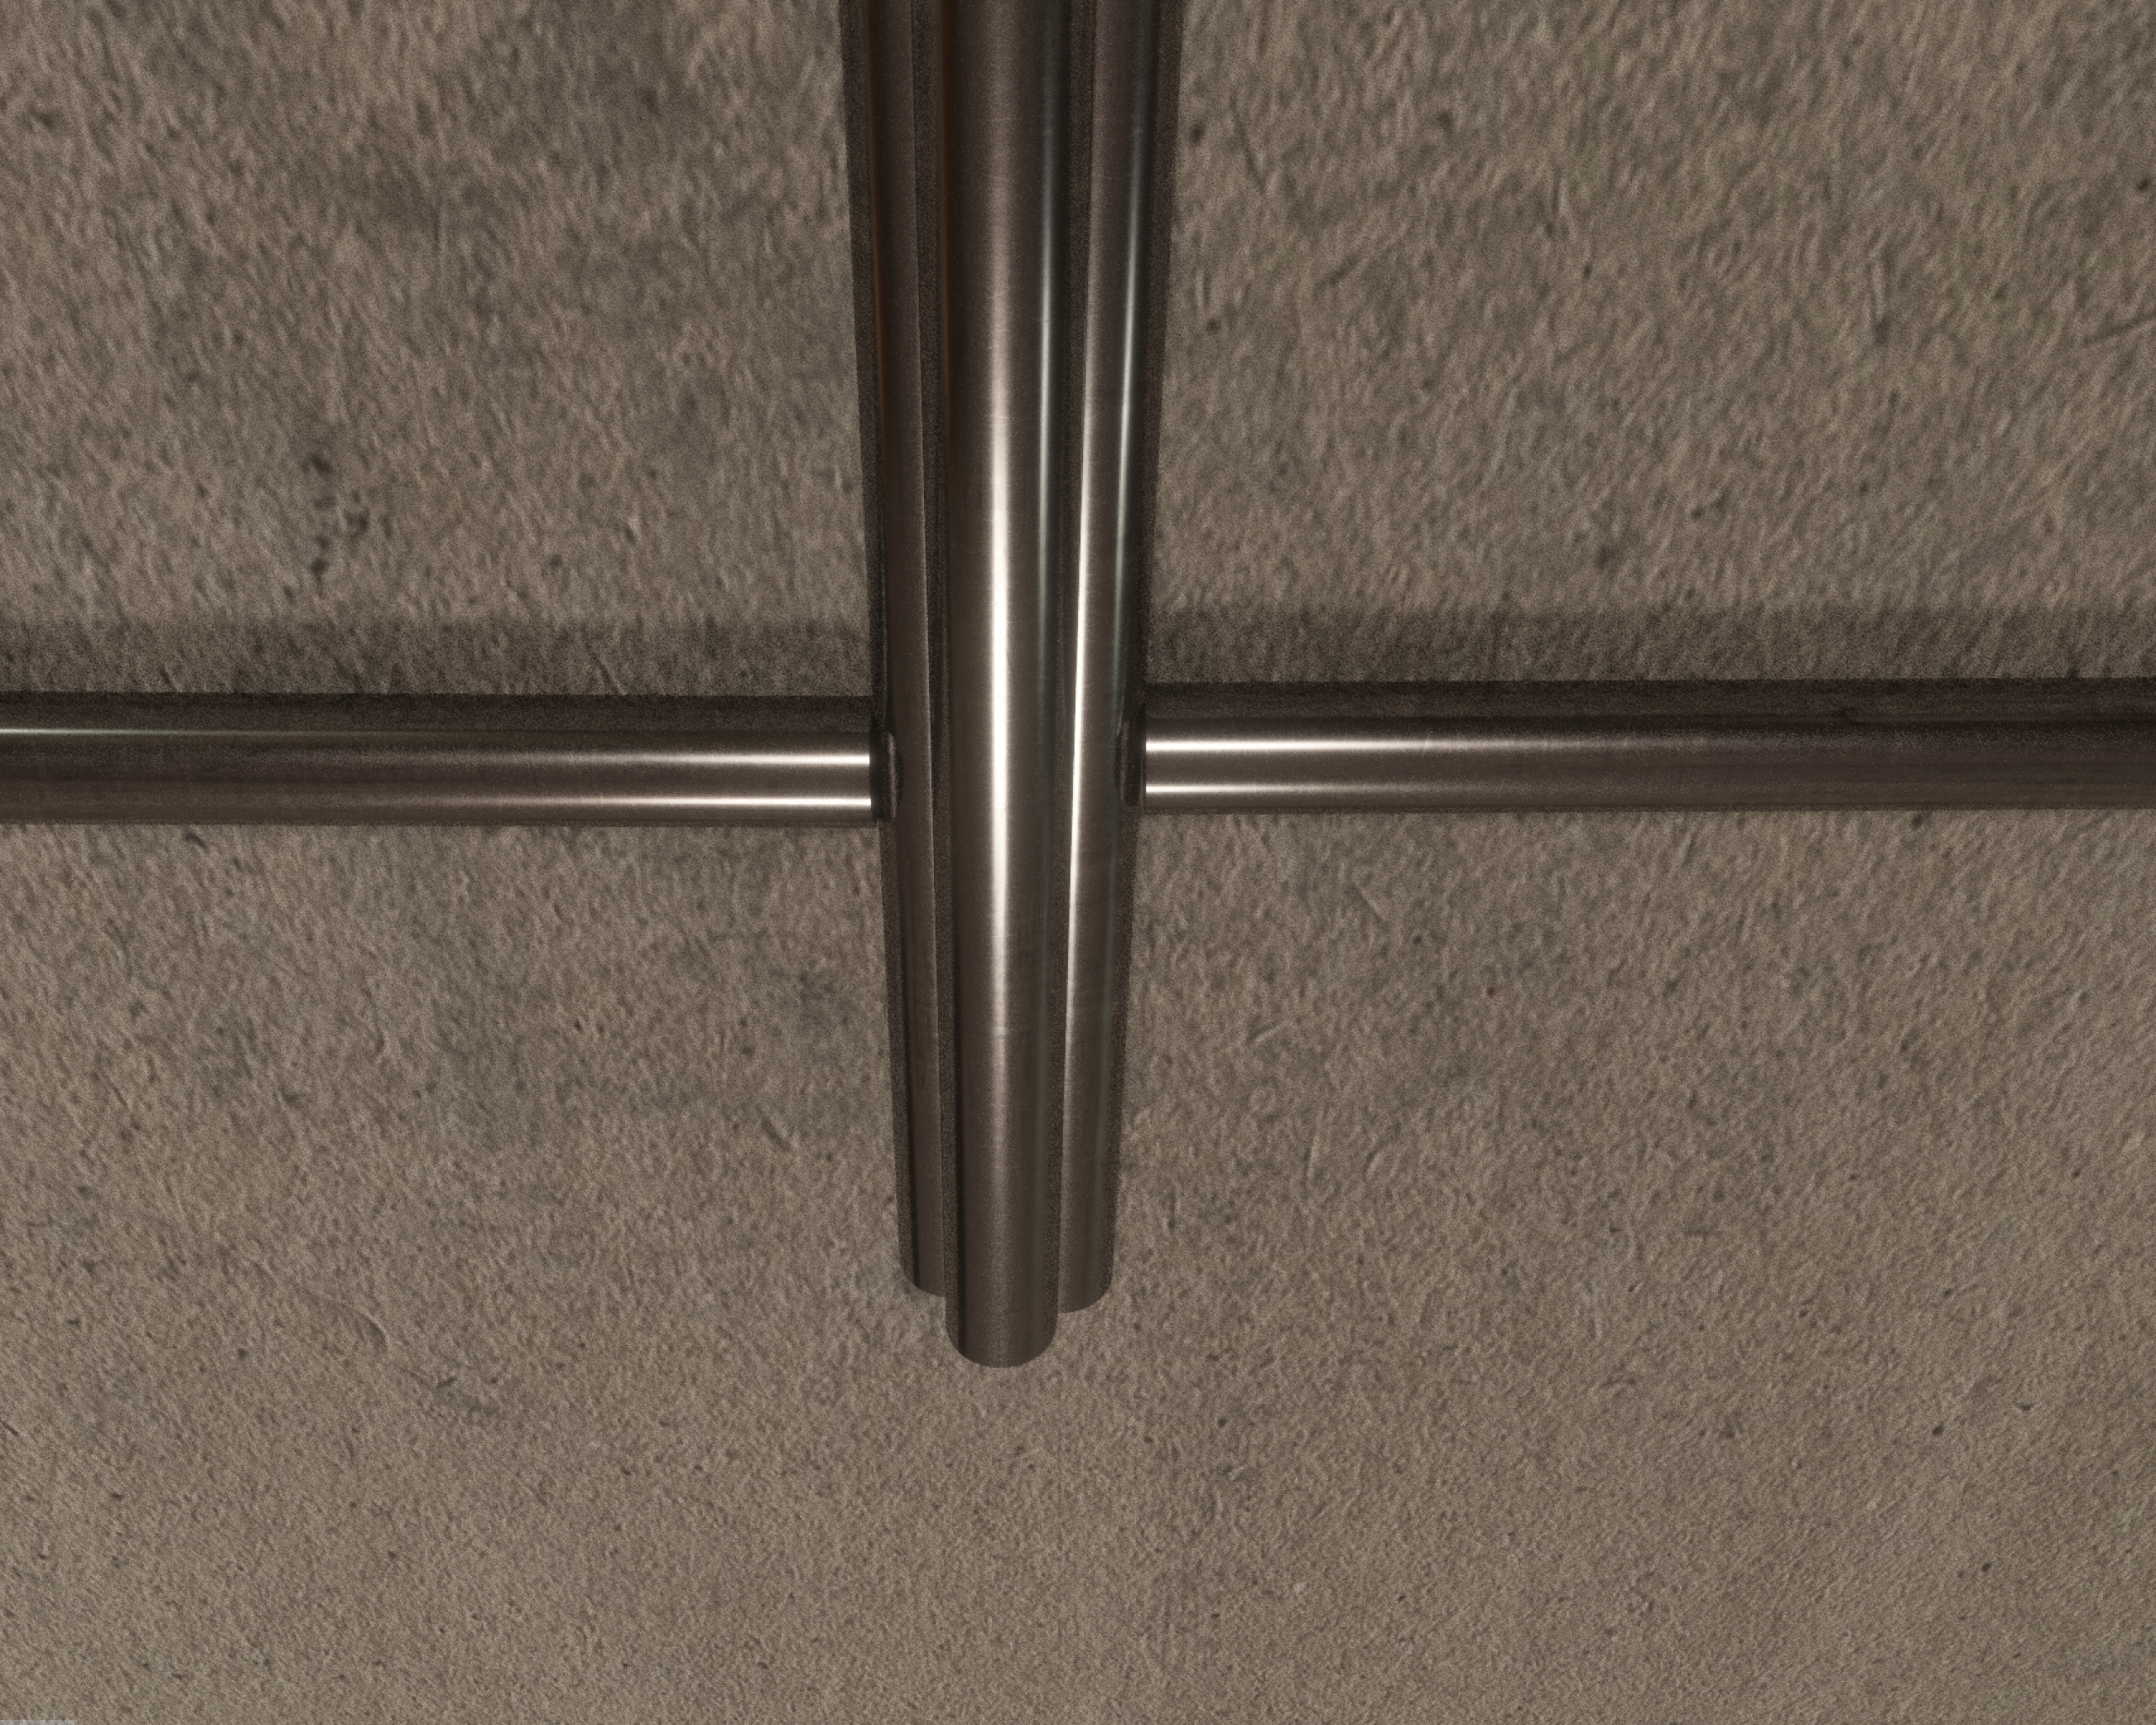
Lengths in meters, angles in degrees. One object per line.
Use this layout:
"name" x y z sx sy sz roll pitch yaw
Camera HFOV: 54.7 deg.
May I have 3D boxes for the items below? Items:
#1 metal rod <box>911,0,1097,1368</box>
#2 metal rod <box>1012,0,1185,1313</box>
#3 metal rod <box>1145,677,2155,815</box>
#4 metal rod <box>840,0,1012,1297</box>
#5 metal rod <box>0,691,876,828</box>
"metal rod" -0.014 -0.010 0.374 0.025 0.025 0.298 1 130 -1
"metal rod" -0.001 -0.017 0.395 0.025 0.025 0.298 1 130 -1
"metal rod" 0.163 -0.022 0.392 0.302 0.025 0.025 0 130 -1
"metal rod" -0.025 -0.022 0.391 0.025 0.025 0.298 1 130 -1
"metal rod" -0.189 -0.019 0.389 0.302 0.025 0.025 0 130 -1
